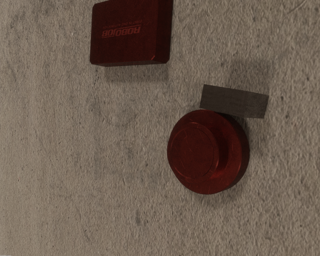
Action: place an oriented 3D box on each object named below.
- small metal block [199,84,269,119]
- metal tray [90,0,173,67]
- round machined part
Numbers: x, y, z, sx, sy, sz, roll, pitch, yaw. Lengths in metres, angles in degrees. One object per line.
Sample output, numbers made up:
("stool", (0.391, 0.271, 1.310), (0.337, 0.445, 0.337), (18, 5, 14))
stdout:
("small metal block", (0.078, -0.028, 0.323), (0.050, 0.050, 0.025), (17, 101, 38))
("metal tray", (-0.045, -0.135, 0.436), (0.130, 0.030, 0.089), (6, 94, 39))
("round machined part", (0.047, 0.027, 0.354), (0.098, 0.042, 0.097), (0, 90, 39))
